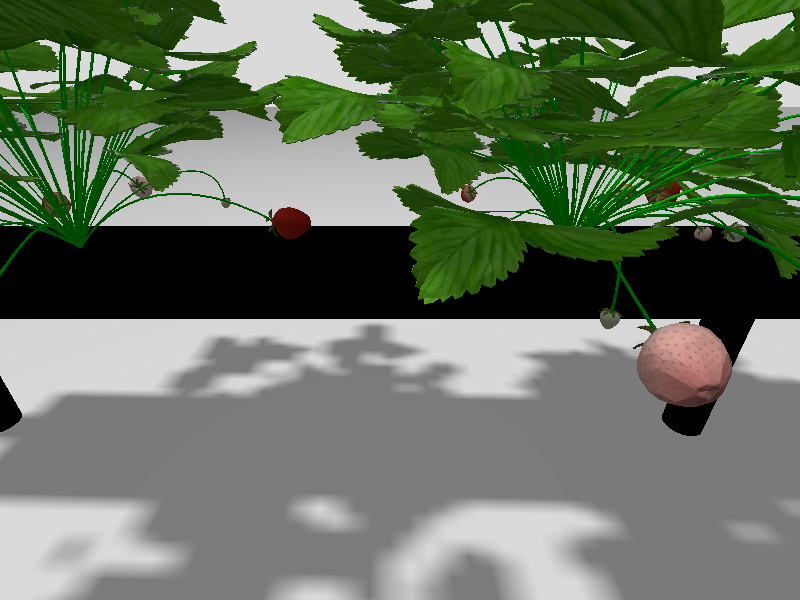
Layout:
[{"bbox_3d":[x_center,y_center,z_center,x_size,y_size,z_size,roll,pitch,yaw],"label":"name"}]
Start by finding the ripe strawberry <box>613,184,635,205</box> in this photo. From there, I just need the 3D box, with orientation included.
[{"bbox_3d":[0.287,-0.135,0.511,0.025,0.027,0.027,20,33,34],"label":"ripe strawberry"}]

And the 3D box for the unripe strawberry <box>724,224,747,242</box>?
[{"bbox_3d":[0.322,-0.064,0.384,0.018,0.017,0.016,11,25,-13],"label":"unripe strawberry"}]

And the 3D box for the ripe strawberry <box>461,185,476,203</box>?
[{"bbox_3d":[0.087,-0.136,0.515,0.019,0.022,0.021,-10,3,-19],"label":"ripe strawberry"}]

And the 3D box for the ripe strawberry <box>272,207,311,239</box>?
[{"bbox_3d":[-0.104,-0.075,0.385,0.035,0.030,0.035,-3,28,-7],"label":"ripe strawberry"}]

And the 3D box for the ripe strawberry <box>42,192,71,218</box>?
[{"bbox_3d":[-0.390,-0.109,0.455,0.025,0.029,0.027,-23,35,-37],"label":"ripe strawberry"}]

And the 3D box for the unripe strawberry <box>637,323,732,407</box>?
[{"bbox_3d":[0.130,0.031,0.181,0.036,0.038,0.038,3,28,6],"label":"unripe strawberry"}]

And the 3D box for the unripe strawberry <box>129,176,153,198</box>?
[{"bbox_3d":[-0.350,-0.153,0.544,0.027,0.028,0.029,-7,16,-14],"label":"unripe strawberry"}]

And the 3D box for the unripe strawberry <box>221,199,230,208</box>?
[{"bbox_3d":[-0.207,-0.115,0.477,0.010,0.011,0.011,18,32,30],"label":"unripe strawberry"}]

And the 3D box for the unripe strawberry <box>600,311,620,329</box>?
[{"bbox_3d":[0.122,0.012,0.233,0.011,0.011,0.011,6,28,11],"label":"unripe strawberry"}]

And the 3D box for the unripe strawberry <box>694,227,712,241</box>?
[{"bbox_3d":[0.292,-0.063,0.384,0.015,0.013,0.015,35,17,-23],"label":"unripe strawberry"}]

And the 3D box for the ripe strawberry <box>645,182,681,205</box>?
[{"bbox_3d":[0.331,-0.137,0.502,0.040,0.039,0.037,-22,35,-37],"label":"ripe strawberry"}]
